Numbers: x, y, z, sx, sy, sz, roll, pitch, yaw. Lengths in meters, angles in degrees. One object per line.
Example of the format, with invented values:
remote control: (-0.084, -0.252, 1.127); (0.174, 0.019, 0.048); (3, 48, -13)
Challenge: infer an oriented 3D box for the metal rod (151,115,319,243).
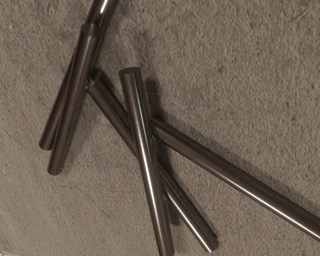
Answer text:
metal rod: (0.112, 0.073, 0.392); (0.301, 0.025, 0.025); (32, 128, 6)

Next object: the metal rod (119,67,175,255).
metal rod: (-0.012, 0.065, 0.418); (0.025, 0.025, 0.298); (4, 121, 25)

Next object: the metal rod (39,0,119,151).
metal rod: (-0.121, -0.064, 0.428); (0.025, 0.025, 0.298); (39, 129, 2)

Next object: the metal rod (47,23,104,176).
metal rod: (-0.130, -0.017, 0.444); (0.025, 0.025, 0.298); (36, 135, 4)

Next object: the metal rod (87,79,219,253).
metal rod: (-0.005, 0.062, 0.445); (0.025, 0.025, 0.299); (-26, 105, 37)
